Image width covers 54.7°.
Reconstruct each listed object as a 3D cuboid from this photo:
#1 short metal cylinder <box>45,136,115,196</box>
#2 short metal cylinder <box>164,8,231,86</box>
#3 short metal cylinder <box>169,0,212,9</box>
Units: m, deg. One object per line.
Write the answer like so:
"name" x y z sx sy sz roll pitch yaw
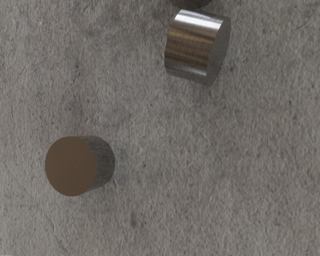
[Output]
"short metal cylinder" -0.111 0.051 0.433 0.080 0.050 0.079 0 90 19
"short metal cylinder" 0.045 -0.094 0.363 0.050 0.080 0.080 20 97 18
"short metal cylinder" 0.035 -0.195 0.383 0.080 0.050 0.079 0 90 19
